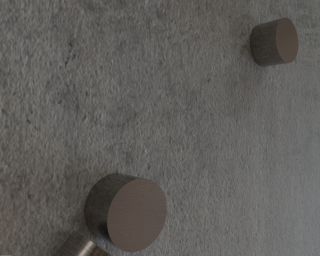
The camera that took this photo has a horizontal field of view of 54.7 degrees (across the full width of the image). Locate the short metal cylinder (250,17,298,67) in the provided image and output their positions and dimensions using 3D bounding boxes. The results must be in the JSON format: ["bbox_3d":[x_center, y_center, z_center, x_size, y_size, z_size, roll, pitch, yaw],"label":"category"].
[{"bbox_3d":[0.210,-0.155,0.568,0.081,0.050,0.079,0,90,-40],"label":"short metal cylinder"}]

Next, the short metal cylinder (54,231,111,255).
[{"bbox_3d":[-0.071,0.149,0.311,0.080,0.080,0.050,52,59,-28],"label":"short metal cylinder"}]

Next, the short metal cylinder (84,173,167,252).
[{"bbox_3d":[-0.039,0.095,0.358,0.081,0.050,0.079,0,90,-40],"label":"short metal cylinder"}]
